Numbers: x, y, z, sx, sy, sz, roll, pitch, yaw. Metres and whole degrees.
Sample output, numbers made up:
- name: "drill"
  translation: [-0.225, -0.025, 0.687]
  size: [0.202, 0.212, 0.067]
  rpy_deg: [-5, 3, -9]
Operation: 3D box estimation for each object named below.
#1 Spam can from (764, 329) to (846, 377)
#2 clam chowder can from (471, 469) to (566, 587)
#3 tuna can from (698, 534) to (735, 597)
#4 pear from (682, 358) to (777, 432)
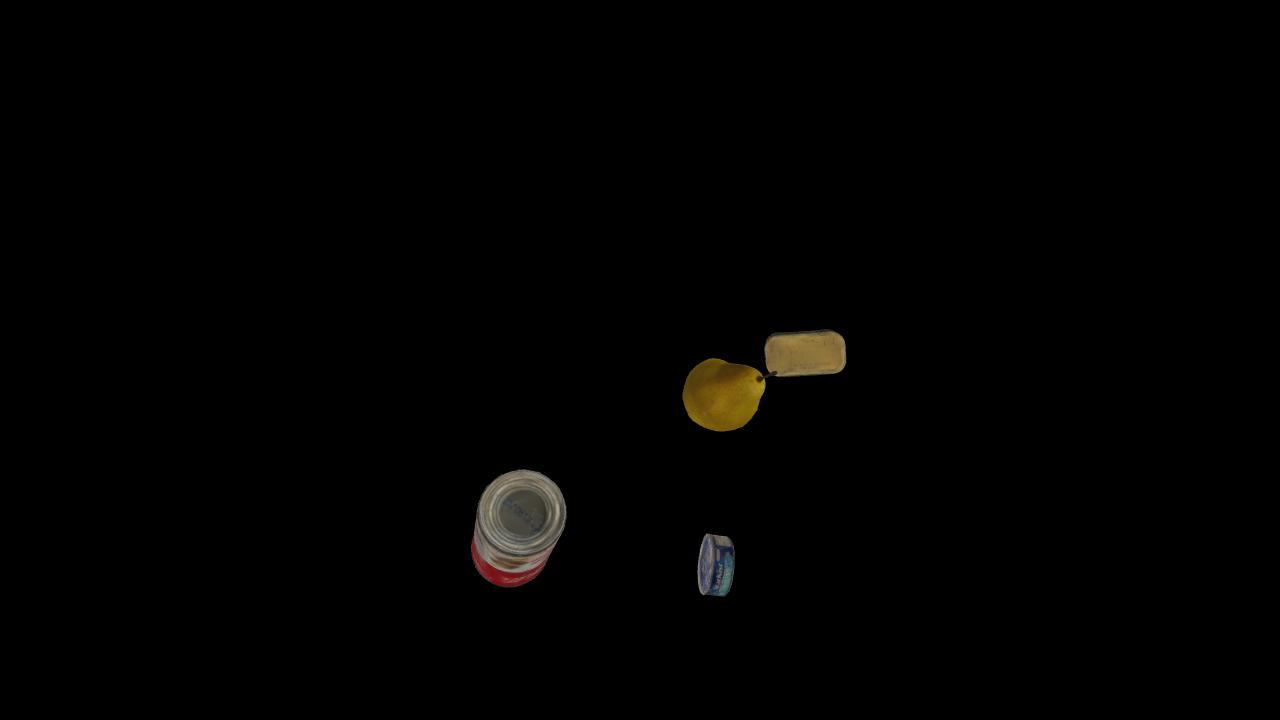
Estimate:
- name: "Spam can"
  translation: [0.212, -0.009, 0.793]
  size: [0.101, 0.058, 0.085]
  rpy_deg: [-4, 1, 13]
- name: "clam chowder can"
  translation: [-0.099, 0.136, 0.493]
  size: [0.068, 0.068, 0.102]
  rpy_deg: [0, -32, -17]
- name: "tuna can"
  translation: [0.108, 0.294, 0.881]
  size: [0.034, 0.084, 0.084]
  rpy_deg: [9, -1, -5]
- name: "pear"
  translation: [0.090, 0.030, 0.610]
  size: [0.080, 0.080, 0.111]
  rpy_deg: [0, -18, -19]
